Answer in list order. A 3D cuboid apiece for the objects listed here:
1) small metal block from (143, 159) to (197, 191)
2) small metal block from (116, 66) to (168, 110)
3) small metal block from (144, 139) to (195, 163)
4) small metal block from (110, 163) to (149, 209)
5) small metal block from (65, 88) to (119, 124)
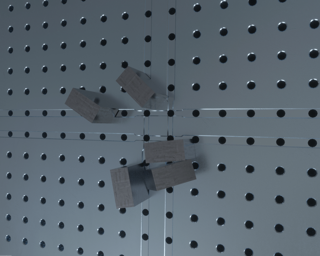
[{"bbox_3d":[0.010,0.058,0.385,0.050,0.050,0.025,-13,85,-16],"label":"small metal block"},{"bbox_3d":[-0.023,-0.052,0.408,0.050,0.050,0.025,46,104,14],"label":"small metal block"},{"bbox_3d":[0.014,0.029,0.394,0.050,0.050,0.025,-7,86,20],"label":"small metal block"},{"bbox_3d":[-0.039,0.075,0.414,0.025,0.050,0.050,-11,86,20],"label":"small metal block"},{"bbox_3d":[-0.094,-0.030,0.433,0.050,0.050,0.025,34,101,17],"label":"small metal block"}]
